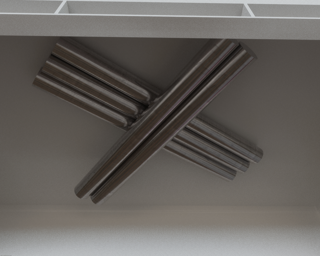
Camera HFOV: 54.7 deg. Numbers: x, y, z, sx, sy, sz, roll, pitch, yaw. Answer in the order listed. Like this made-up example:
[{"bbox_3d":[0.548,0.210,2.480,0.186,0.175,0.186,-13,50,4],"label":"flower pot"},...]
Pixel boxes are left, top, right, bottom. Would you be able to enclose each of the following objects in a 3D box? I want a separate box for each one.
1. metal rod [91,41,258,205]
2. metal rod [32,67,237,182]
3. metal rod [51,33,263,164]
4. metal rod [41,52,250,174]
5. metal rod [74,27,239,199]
[{"bbox_3d":[-0.002,0.013,0.385,0.025,0.025,0.299,30,124,-23],"label":"metal rod"},{"bbox_3d":[-0.017,0.005,0.411,0.301,0.025,0.025,28,125,-22],"label":"metal rod"},{"bbox_3d":[0.014,-0.025,0.386,0.301,0.025,0.025,28,125,-22],"label":"metal rod"},{"bbox_3d":[-0.002,-0.009,0.399,0.301,0.025,0.025,28,125,-22],"label":"metal rod"},{"bbox_3d":[-0.023,0.002,0.376,0.025,0.025,0.299,30,124,-23],"label":"metal rod"}]
